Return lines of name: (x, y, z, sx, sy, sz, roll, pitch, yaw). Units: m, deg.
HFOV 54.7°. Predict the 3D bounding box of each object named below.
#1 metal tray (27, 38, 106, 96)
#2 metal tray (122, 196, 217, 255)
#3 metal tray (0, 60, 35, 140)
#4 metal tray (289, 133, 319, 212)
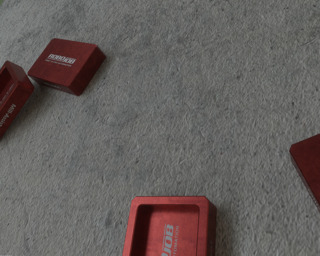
metal tray: (-0.171, -0.113, 0.560, 0.130, 0.030, 0.090, 18, 71, 35)
metal tray: (0.007, 0.136, 0.313, 0.090, 0.030, 0.130, -6, 59, 25)
metal tray: (-0.287, -0.047, 0.560, 0.130, 0.030, 0.090, -52, 51, 9)
metal tray: (0.185, 0.057, 0.268, 0.090, 0.030, 0.130, -25, 53, 13)
